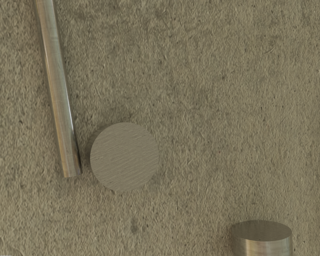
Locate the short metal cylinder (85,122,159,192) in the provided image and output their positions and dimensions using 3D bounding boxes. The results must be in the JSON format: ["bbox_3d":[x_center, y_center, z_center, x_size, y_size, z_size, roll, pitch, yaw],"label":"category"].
[{"bbox_3d":[-0.048,0.033,0.378,0.081,0.050,0.080,0,90,-20],"label":"short metal cylinder"}]

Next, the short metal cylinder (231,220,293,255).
[{"bbox_3d":[0.143,0.167,0.433,0.081,0.080,0.050,-5,92,-20],"label":"short metal cylinder"}]

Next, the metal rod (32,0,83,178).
[{"bbox_3d":[-0.126,-0.091,0.362,0.025,0.025,0.298,-9,93,-20],"label":"metal rod"}]
